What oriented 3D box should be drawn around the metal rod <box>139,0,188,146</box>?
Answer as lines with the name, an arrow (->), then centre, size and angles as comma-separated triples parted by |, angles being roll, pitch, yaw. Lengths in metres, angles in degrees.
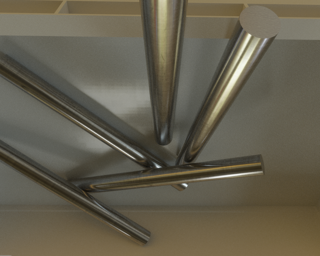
metal rod -> 0.003, -0.031, 0.279 | 0.025, 0.025, 0.299 | -1, 163, 0

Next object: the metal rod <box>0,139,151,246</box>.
metal rod -> -0.140, 0.087, 0.445 | 0.301, 0.025, 0.025 | 36, 122, -14

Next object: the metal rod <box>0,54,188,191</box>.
metal rod -> -0.072, 0.007, 0.414 | 0.301, 0.025, 0.025 | 37, 121, -27

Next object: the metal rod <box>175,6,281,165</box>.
metal rod -> 0.047, -0.005, 0.320 | 0.025, 0.025, 0.299 | 4, 157, -3

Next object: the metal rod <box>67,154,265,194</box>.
metal rod -> -0.013, 0.069, 0.428 | 0.300, 0.025, 0.025 | -11, 131, 24
